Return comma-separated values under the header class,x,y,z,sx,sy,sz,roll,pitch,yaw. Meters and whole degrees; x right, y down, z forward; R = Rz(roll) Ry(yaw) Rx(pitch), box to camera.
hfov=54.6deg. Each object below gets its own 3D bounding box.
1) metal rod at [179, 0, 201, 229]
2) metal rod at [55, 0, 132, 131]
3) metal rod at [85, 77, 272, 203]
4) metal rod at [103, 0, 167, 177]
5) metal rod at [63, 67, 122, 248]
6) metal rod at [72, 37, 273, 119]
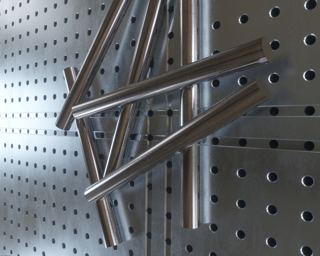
class,x,y,z,sx,sy,sz,roll,pitch,yaw
metal rod,0.037,-0.030,0.379,0.025,0.025,0.298,0,90,40
metal rod,-0.087,-0.127,0.464,0.025,0.025,0.299,40,109,32
metal rod,-0.002,0.031,0.379,0.299,0.025,0.025,-35,69,36
metal rod,-0.035,-0.059,0.439,0.025,0.025,0.298,26,106,37
metal rod,-0.113,0.038,0.504,0.025,0.025,0.299,-28,73,37
metal rod,-0.012,-0.050,0.386,0.299,0.025,0.025,-12,82,39
